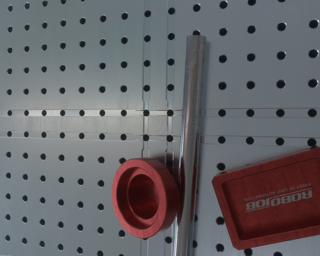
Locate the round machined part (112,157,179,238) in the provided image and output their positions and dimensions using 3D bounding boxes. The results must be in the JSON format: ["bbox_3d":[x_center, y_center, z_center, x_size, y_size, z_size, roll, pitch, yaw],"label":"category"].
[{"bbox_3d":[-0.014,0.086,0.397,0.098,0.042,0.097,-1,89,42],"label":"round machined part"}]

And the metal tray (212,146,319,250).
[{"bbox_3d":[0.137,0.082,0.361,0.130,0.030,0.090,-19,84,18],"label":"metal tray"}]

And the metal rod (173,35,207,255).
[{"bbox_3d":[0.037,0.033,0.399,0.025,0.025,0.298,4,91,20],"label":"metal rod"}]
